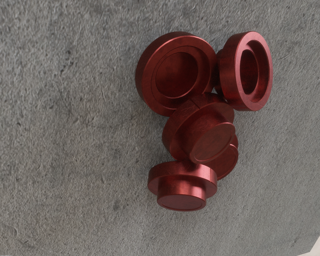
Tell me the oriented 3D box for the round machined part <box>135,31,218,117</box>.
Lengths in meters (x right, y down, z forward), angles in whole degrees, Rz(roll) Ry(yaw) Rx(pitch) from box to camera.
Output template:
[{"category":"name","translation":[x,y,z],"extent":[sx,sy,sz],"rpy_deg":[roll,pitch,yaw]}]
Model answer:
[{"category":"round machined part","translation":[0.016,-0.065,0.367],"extent":[0.099,0.042,0.097],"rpy_deg":[-14,125,-21]}]

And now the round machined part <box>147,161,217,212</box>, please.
[{"category":"round machined part","translation":[0.031,0.087,0.437],"extent":[0.099,0.042,0.098],"rpy_deg":[4,147,3]}]

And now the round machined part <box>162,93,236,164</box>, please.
[{"category":"round machined part","translation":[0.055,0.007,0.391],"extent":[0.099,0.042,0.097],"rpy_deg":[-22,140,-20]}]

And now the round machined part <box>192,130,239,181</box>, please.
[{"category":"round machined part","translation":[0.079,0.042,0.468],"extent":[0.099,0.042,0.097],"rpy_deg":[-14,125,-21]}]

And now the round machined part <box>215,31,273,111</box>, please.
[{"category":"round machined part","translation":[0.102,-0.070,0.394],"extent":[0.099,0.042,0.097],"rpy_deg":[-3,94,-46]}]
